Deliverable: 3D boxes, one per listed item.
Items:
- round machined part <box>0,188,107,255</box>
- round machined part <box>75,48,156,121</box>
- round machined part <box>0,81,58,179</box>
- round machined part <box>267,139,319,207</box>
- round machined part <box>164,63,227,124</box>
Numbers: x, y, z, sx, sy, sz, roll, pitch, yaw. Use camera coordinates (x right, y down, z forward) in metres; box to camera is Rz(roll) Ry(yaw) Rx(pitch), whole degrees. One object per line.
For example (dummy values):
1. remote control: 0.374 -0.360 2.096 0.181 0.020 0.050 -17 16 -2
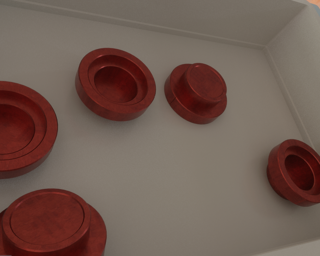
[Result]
1. round machined part: -0.095 0.089 0.261 0.099 0.042 0.098 10 29 -5
2. round machined part: -0.058 -0.050 0.394 0.099 0.042 0.098 14 56 -21
3. round machined part: -0.156 0.005 0.308 0.099 0.042 0.098 14 56 -21
4. round machined part: 0.199 0.069 0.460 0.099 0.042 0.098 14 56 -21
5. round machined part: 0.059 -0.058 0.462 0.099 0.042 0.098 14 56 -21
